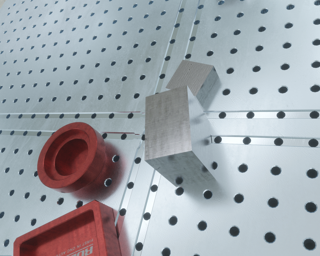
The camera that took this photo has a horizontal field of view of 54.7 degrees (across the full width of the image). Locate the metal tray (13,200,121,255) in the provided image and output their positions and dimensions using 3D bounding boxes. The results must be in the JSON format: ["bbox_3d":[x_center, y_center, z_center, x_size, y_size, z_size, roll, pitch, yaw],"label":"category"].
[{"bbox_3d":[-0.113,0.154,0.369,0.130,0.030,0.090,-27,52,11],"label":"metal tray"}]

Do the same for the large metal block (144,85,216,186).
[{"bbox_3d":[0.024,0.012,0.353,0.050,0.080,0.080,-14,56,20],"label":"large metal block"}]

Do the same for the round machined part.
[{"bbox_3d":[-0.118,0.044,0.432,0.098,0.042,0.098,-13,56,21],"label":"round machined part"}]

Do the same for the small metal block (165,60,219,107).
[{"bbox_3d":[0.044,-0.062,0.424,0.050,0.025,0.050,20,72,35],"label":"small metal block"}]
